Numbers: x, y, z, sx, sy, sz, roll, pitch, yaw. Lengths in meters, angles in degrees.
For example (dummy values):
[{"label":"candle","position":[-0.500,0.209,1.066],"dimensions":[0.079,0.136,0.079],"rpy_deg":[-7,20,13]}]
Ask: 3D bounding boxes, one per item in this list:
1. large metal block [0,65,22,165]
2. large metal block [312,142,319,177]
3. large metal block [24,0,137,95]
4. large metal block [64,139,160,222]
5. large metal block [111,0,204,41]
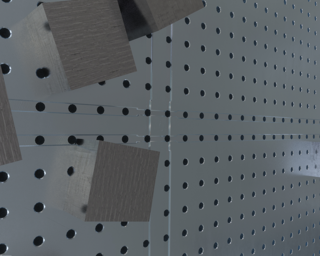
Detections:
[{"label":"large metal block","position":[-0.169,-0.004,0.251],"dimensions":[0.081,0.050,0.080],"rpy_deg":[-16,100,-39]},{"label":"large metal block","position":[0.400,0.074,0.726],"dimensions":[0.081,0.050,0.080],"rpy_deg":[4,88,-40]},{"label":"large metal block","position":[-0.080,-0.086,0.325],"dimensions":[0.081,0.050,0.080],"rpy_deg":[-25,106,-37]},{"label":"large metal block","position":[-0.052,0.059,0.348],"dimensions":[0.080,0.050,0.080],"rpy_deg":[15,81,-39]},{"label":"large metal block","position":[-0.010,-0.143,0.364],"dimensions":[0.080,0.080,0.050],"rpy_deg":[-38,114,-33]}]
